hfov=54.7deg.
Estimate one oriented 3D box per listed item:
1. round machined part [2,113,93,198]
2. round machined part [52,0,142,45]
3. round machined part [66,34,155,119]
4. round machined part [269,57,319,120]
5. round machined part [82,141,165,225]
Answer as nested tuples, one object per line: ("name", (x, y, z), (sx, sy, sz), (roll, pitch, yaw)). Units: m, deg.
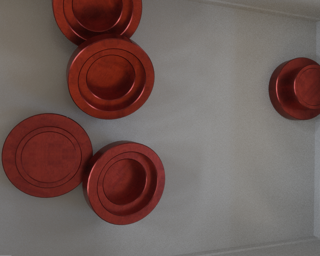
("round machined part", (-0.127, 0.031, 0.355), (0.099, 0.042, 0.097), (0, 90, -20))
("round machined part", (-0.074, -0.143, 0.359), (0.099, 0.042, 0.097), (-11, 127, -15))
("round machined part", (-0.059, -0.062, 0.365), (0.099, 0.042, 0.097), (-11, 123, -16))
("round machined part", (0.223, -0.061, 0.479), (0.099, 0.042, 0.097), (0, 90, -15))
("round machined part", (-0.046, 0.064, 0.378), (0.099, 0.042, 0.097), (-3, 96, -30))
